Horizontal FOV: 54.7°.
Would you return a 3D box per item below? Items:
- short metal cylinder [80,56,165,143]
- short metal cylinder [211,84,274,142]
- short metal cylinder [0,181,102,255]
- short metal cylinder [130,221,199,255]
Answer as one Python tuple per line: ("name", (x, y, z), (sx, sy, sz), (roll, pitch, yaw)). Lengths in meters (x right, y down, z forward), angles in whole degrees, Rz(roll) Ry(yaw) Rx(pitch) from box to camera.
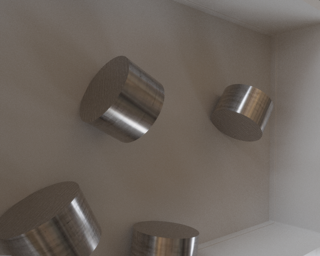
("short metal cylinder", (-0.042, -0.030, 0.336), (0.050, 0.080, 0.080), (33, 70, -35))
("short metal cylinder", (0.126, -0.022, 0.476), (0.080, 0.080, 0.050), (44, 64, -31))
("short metal cylinder", (-0.102, 0.093, 0.286), (0.081, 0.080, 0.050), (-34, 111, -35))
("short metal cylinder", (0.005, 0.148, 0.375), (0.081, 0.080, 0.050), (10, 84, -40))
